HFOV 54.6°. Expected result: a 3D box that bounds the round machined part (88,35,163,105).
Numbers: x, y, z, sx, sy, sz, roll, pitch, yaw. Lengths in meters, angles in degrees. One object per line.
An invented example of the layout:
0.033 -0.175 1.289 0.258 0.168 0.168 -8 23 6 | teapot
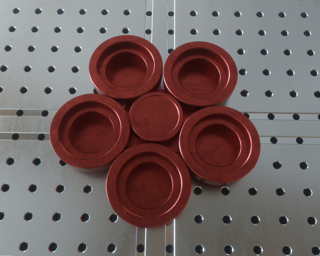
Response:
-0.046 -0.076 0.430 0.099 0.042 0.098 0 70 0 | round machined part

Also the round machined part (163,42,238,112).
0.053 -0.066 0.427 0.099 0.042 0.098 0 70 0 | round machined part

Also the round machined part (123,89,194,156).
-0.004 -0.008 0.405 0.099 0.042 0.098 0 70 0 | round machined part

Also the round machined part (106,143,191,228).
-0.013 0.071 0.376 0.099 0.042 0.098 0 70 0 | round machined part

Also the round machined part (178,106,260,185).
0.072 0.024 0.394 0.099 0.042 0.098 0 70 0 | round machined part

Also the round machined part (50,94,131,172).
-0.086 0.008 0.399 0.099 0.042 0.098 0 70 0 | round machined part
